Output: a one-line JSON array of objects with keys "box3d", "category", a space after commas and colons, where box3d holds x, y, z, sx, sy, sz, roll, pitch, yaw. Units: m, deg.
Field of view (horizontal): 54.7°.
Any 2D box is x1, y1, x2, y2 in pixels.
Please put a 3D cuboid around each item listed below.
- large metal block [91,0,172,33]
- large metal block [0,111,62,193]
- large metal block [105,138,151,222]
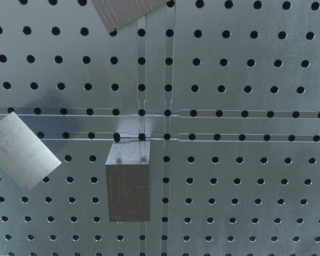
[{"box3d": [-0.038, -0.161, 0.340, 0.080, 0.050, 0.080, -26, 108, 8], "category": "large metal block"}, {"box3d": [-0.176, 0.028, 0.384, 0.050, 0.080, 0.080, -44, 108, -20], "category": "large metal block"}, {"box3d": [-0.038, 0.065, 0.408, 0.050, 0.080, 0.079, -1, 110, 0], "category": "large metal block"}]
